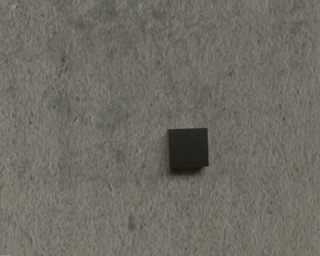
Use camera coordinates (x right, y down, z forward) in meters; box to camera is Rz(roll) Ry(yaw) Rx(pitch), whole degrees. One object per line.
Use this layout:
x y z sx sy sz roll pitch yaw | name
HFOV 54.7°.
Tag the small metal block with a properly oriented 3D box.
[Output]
0.037 0.026 0.411 0.050 0.025 0.050 -2 90 -1 | small metal block
